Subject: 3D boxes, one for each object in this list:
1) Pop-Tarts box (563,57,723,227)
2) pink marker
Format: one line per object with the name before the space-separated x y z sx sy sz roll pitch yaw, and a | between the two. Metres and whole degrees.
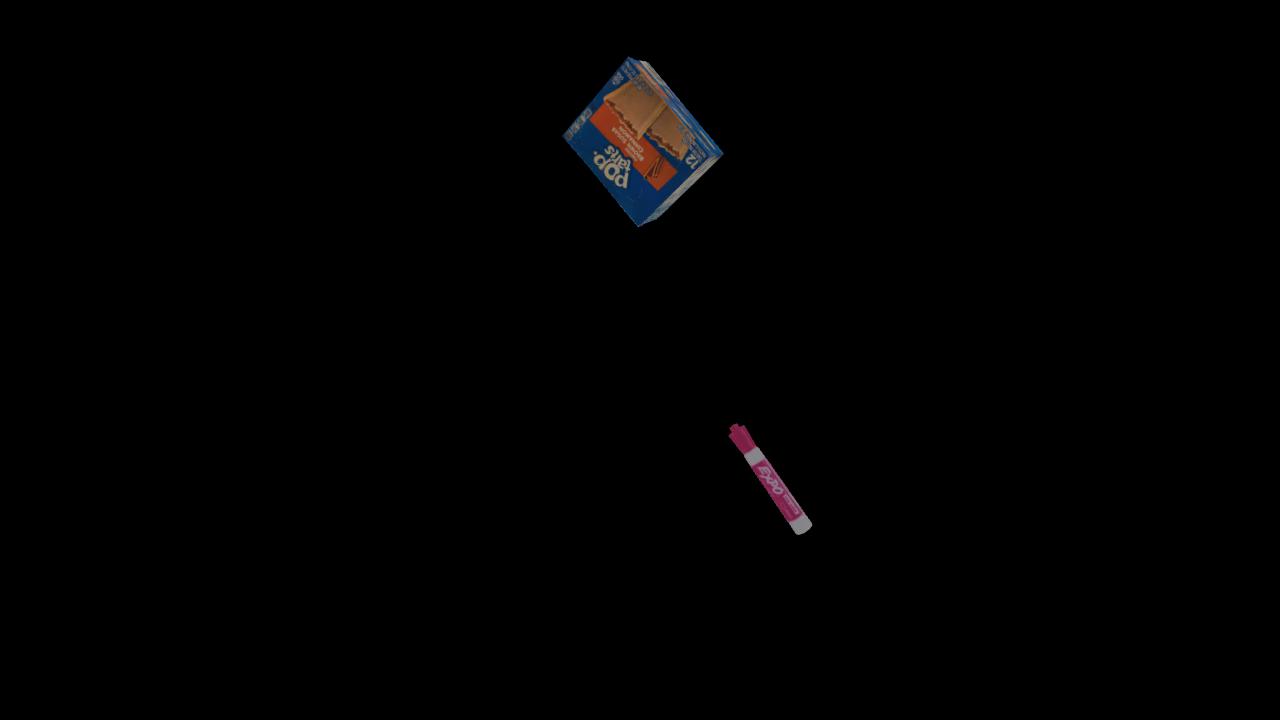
Pop-Tarts box | 0.004 -0.297 0.849 0.141 0.167 0.083 -39 0 29
pink marker | 0.125 0.114 0.596 0.020 0.121 0.020 -34 -3 -2
